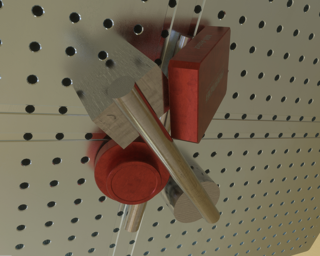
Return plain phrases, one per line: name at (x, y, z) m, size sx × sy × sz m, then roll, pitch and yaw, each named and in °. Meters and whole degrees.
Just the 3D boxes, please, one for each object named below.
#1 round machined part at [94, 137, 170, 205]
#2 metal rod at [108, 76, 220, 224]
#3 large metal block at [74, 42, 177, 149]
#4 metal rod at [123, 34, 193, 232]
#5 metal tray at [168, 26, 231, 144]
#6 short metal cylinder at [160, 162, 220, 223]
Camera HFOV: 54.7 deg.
round machined part at (-0.035, 0.060, 0.399) m, size 0.099 × 0.042 × 0.097 m, roll -4°, pitch 117°, yaw -8°
metal rod at (0.024, 0.050, 0.365) m, size 0.025 × 0.025 × 0.300 m, roll -37°, pitch 138°, yaw -4°
large metal block at (-0.037, -0.038, 0.334) m, size 0.080 × 0.080 × 0.050 m, roll -41°, pitch 130°, yaw 0°
metal rod at (-0.005, 0.023, 0.424) m, size 0.025 × 0.025 × 0.298 m, roll 2°, pitch 117°, yaw -30°
metal tray at (0.049, -0.054, 0.352) m, size 0.131 × 0.030 × 0.089 m, roll -53°, pitch 146°, yaw -50°
short metal cylinder at (0.046, 0.101, 0.485) m, size 0.081 × 0.050 × 0.079 m, roll -14°, pitch 125°, yaw -21°
